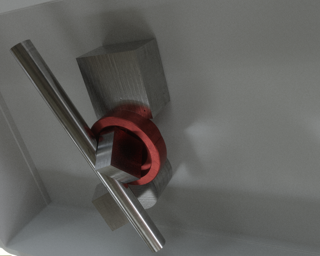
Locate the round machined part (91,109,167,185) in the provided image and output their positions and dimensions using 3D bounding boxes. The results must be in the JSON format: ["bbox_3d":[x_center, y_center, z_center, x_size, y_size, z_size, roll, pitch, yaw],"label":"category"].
[{"bbox_3d":[-0.036,0.020,0.388,0.098,0.042,0.097,13,124,20],"label":"round machined part"}]

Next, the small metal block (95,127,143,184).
[{"bbox_3d":[-0.048,0.033,0.373,0.025,0.050,0.050,-21,142,32],"label":"small metal block"}]

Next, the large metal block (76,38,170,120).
[{"bbox_3d":[-0.042,-0.057,0.374,0.080,0.050,0.080,0,119,28],"label":"large metal block"}]

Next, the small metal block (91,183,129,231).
[{"bbox_3d":[-0.065,0.101,0.418,0.025,0.050,0.050,-30,104,3],"label":"small metal block"}]

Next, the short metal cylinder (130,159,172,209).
[{"bbox_3d":[-0.029,0.070,0.449,0.080,0.050,0.079,13,124,20],"label":"short metal cylinder"}]

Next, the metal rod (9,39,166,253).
[{"bbox_3d":[-0.079,0.033,0.377,0.025,0.025,0.299,-21,108,35],"label":"metal rod"}]
